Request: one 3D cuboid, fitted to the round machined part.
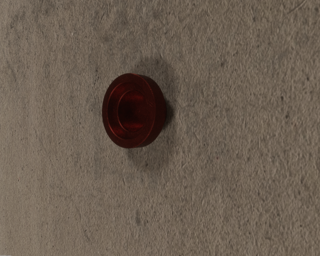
[{"bbox_3d":[-0.030,-0.022,0.417,0.098,0.042,0.097,0,90,39],"label":"round machined part"}]
